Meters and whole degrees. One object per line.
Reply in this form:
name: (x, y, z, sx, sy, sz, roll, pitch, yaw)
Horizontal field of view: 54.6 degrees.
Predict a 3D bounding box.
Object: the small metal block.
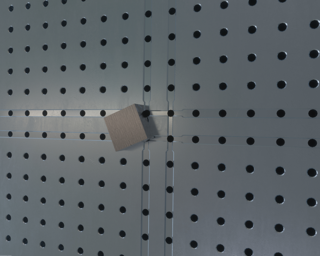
small metal block: (-0.043, 0.000, 0.428, 0.050, 0.025, 0.050, -23, 82, 18)
